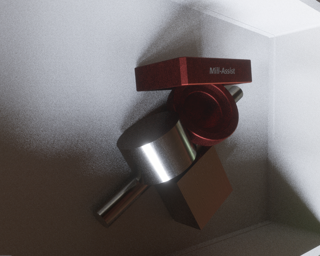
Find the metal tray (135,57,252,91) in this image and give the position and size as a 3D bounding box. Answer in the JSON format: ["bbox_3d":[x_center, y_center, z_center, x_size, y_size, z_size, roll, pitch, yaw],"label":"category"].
[{"bbox_3d":[0.045,-0.068,0.400,0.131,0.090,0.030,-9,96,-40],"label":"metal tray"}]

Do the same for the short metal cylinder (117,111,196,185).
[{"bbox_3d":[-0.004,0.022,0.368,0.080,0.080,0.050,-41,115,-33],"label":"short metal cylinder"}]

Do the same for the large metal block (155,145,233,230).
[{"bbox_3d":[0.046,0.078,0.428,0.080,0.050,0.080,-40,115,-33],"label":"large metal block"}]

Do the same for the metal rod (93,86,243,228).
[{"bbox_3d":[0.030,0.022,0.432,0.302,0.025,0.025,-40,115,-33],"label":"metal rod"}]

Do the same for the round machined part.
[{"bbox_3d":[0.054,-0.020,0.423,0.099,0.042,0.098,10,62,-20],"label":"round machined part"}]
